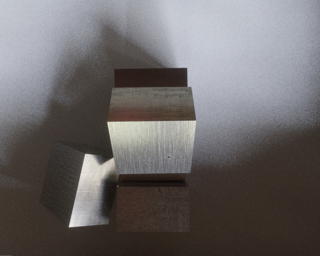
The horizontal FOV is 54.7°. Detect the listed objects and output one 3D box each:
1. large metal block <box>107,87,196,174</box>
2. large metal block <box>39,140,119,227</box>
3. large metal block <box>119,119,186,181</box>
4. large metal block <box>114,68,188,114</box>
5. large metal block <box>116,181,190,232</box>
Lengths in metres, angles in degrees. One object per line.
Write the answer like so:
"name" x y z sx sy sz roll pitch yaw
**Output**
"large metal block" -0.007 0.004 0.326 0.081 0.079 0.050 -1 45 -1
"large metal block" -0.096 0.064 0.373 0.050 0.080 0.080 12 91 -43
"large metal block" -0.010 0.024 0.399 0.081 0.050 0.079 -1 90 -1
"large metal block" -0.010 -0.041 0.381 0.081 0.080 0.050 -1 90 -1
"large metal block" -0.008 0.090 0.382 0.081 0.080 0.050 0 90 -1
